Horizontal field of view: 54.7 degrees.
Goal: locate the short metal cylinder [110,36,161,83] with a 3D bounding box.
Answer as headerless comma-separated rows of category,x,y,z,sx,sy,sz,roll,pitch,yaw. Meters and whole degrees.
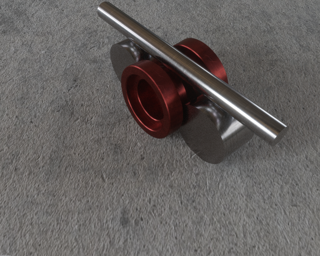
short metal cylinder,-0.028,-0.092,0.445,0.050,0.080,0.080,-32,57,-24

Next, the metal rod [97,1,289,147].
metal rod,0.018,-0.080,0.369,0.025,0.025,0.300,-33,58,-25

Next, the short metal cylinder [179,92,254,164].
short metal cylinder,0.065,-0.004,0.373,0.050,0.080,0.080,-32,57,-24

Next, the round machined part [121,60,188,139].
round machined part,-0.003,-0.039,0.389,0.042,0.097,0.098,-30,56,-28

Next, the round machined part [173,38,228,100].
round machined part,0.040,-0.066,0.413,0.042,0.098,0.098,-35,58,-20
